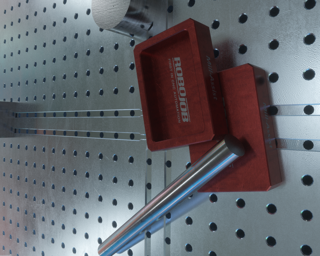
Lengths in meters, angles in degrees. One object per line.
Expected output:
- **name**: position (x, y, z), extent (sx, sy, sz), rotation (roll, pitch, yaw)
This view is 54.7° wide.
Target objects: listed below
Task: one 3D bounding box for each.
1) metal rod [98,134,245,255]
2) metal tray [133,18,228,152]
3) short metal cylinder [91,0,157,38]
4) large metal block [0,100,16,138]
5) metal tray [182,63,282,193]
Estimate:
- **metal rod**: position (-0.007, 0.103, 0.388), extent (0.298, 0.025, 0.025), rotation (-48, 61, 38)
- **metal tray**: position (0.020, -0.044, 0.349), extent (0.090, 0.030, 0.129), rotation (-14, 81, 39)
- **short metal cylinder**: position (-0.051, -0.173, 0.435), extent (0.080, 0.050, 0.079), rotation (0, 90, 40)
- **large metal block**: position (-0.371, -0.023, 0.700), extent (0.080, 0.050, 0.079), rotation (10, 96, 39)
- **metal tray**: position (0.076, 0.004, 0.344), extent (0.090, 0.030, 0.129), rotation (-11, 83, 39)
